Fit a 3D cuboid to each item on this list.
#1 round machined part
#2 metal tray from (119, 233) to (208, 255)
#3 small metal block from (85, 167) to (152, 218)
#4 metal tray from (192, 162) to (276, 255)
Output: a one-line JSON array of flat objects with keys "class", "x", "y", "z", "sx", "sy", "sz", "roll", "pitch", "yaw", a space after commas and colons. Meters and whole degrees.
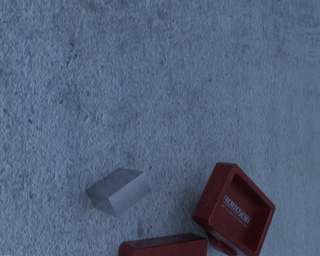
[{"class": "round machined part", "x": 0.105, "y": 0.143, "z": 0.482, "sx": 0.099, "sy": 0.042, "sz": 0.097, "roll": 0, "pitch": 90, "yaw": -40}, {"class": "metal tray", "x": 0.005, "y": 0.193, "z": 0.406, "sx": 0.131, "sy": 0.030, "sz": 0.090, "roll": 9, "pitch": 84, "yaw": -40}, {"class": "small metal block", "x": -0.047, "y": 0.070, "z": 0.350, "sx": 0.050, "sy": 0.050, "sz": 0.025, "roll": -33, "pitch": 111, "yaw": -35}, {"class": "metal tray", "x": 0.110, "y": 0.119, "z": 0.438, "sx": 0.130, "sy": 0.030, "sz": 0.090, "roll": 44, "pitch": 64, "yaw": -31}]
